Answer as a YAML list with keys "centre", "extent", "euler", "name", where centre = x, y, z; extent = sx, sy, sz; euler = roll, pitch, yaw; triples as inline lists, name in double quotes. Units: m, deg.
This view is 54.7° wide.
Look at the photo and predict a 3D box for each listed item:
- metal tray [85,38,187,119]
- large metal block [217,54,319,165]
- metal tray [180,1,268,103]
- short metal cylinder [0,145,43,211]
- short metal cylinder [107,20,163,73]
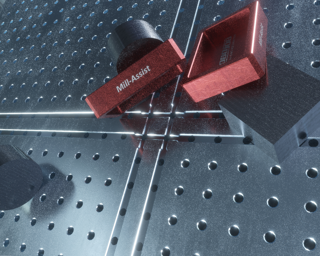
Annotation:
- centre: [-0.026, -0.061, 0.414]
  extent: [0.130, 0.090, 0.030]
  euler: [-34, 88, 8]
  name: "metal tray"
- centre: [0.126, -0.022, 0.340]
  extent: [0.080, 0.050, 0.080]
  euler: [-43, 51, -2]
  name: "large metal block"
- centre: [0.082, -0.096, 0.383]
  extent: [0.090, 0.030, 0.130]
  euler: [-19, 35, 36]
  name: "metal tray"
- centre: [-0.219, 0.070, 0.445]
  extent: [0.050, 0.080, 0.080]
  euler: [26, 76, 37]
  name: "short metal cylinder"
- centre: [-0.032, -0.111, 0.458]
  extent: [0.080, 0.080, 0.050]
  euler: [-33, 52, 7]
  name: "short metal cylinder"
